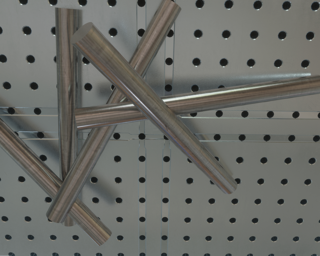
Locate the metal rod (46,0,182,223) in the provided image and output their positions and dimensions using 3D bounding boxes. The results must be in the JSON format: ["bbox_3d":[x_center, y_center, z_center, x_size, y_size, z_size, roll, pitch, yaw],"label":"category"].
[{"bbox_3d":[-0.059,-0.016,0.378,0.025,0.025,0.299,29,96,-10],"label":"metal rod"}]

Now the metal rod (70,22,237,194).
[{"bbox_3d":[0.017,0.002,0.353,0.025,0.025,0.300,-36,130,12],"label":"metal rod"}]

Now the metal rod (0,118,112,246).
[{"bbox_3d":[-0.174,0.042,0.407,0.025,0.025,0.300,-39,99,13],"label":"metal rod"}]

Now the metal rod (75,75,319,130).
[{"bbox_3d":[0.054,-0.033,0.371,0.302,0.025,0.025,-9,111,-10],"label":"metal rod"}]

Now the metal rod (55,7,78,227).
[{"bbox_3d":[-0.122,0.000,0.411,0.025,0.025,0.298,4,110,-2],"label":"metal rod"}]
